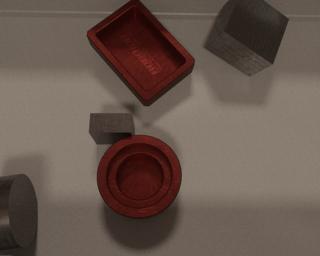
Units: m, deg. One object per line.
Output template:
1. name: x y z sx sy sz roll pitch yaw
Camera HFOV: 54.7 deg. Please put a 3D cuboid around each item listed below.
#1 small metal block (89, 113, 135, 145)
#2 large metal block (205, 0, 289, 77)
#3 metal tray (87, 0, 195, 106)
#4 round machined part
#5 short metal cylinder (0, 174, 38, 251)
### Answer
1. small metal block: -0.059 0.002 0.395 0.050 0.050 0.025 0 70 -1
2. large metal block: 0.121 -0.132 0.432 0.080 0.050 0.080 29 71 -14
3. metal tray: -0.027 -0.106 0.434 0.090 0.030 0.130 -40 82 -9
4. round machined part: -0.024 0.061 0.378 0.099 0.042 0.098 0 70 -1
5. short metal cylinder: -0.176 0.094 0.344 0.050 0.080 0.080 -8 70 -3
